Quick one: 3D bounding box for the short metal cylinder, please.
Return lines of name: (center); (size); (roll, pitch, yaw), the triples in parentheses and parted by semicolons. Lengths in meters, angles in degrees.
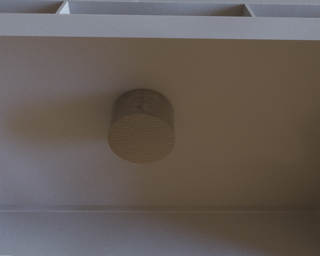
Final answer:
short metal cylinder: (-0.022, -0.001, 0.389); (0.080, 0.050, 0.080); (0, 130, 0)
